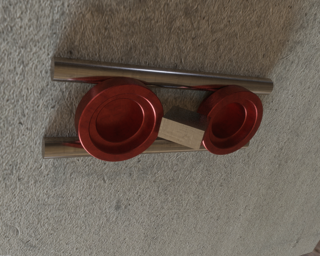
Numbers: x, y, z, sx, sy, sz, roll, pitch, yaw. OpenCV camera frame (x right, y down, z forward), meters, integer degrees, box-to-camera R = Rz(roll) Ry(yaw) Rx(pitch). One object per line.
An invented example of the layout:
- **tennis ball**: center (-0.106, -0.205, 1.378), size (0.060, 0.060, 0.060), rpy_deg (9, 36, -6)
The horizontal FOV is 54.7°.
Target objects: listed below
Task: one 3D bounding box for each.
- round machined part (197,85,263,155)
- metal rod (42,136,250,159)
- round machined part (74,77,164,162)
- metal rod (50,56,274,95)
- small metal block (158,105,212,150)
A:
- **round machined part**: center (0.090, -0.014, 0.431), size (0.099, 0.042, 0.097), rpy_deg (-14, 124, -21)
- **metal rod**: center (0.001, 0.022, 0.422), size (0.303, 0.025, 0.025), rpy_deg (0, 119, -29)
- **round machined part**: center (-0.049, -0.013, 0.357), size (0.099, 0.042, 0.097), rpy_deg (-14, 124, -21)
- **metal rod**: center (0.024, -0.060, 0.384), size (0.303, 0.025, 0.025), rpy_deg (0, 119, -29)
- **small metal block**: center (0.031, -0.002, 0.374), size (0.050, 0.050, 0.025), rpy_deg (19, 115, 11)
